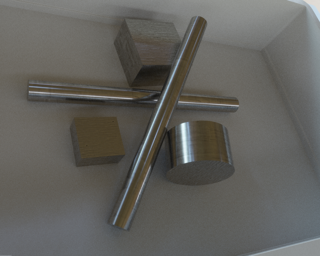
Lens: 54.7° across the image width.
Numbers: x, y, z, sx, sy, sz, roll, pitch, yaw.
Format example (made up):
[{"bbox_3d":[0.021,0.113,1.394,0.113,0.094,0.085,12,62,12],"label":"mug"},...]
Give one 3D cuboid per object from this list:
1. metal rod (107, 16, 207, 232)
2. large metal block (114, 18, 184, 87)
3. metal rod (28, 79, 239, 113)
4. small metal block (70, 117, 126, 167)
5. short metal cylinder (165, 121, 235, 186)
[{"bbox_3d":[0.006,-0.024,0.383,0.025,0.025,0.300,27,65,-12],"label":"metal rod"},{"bbox_3d":[-0.012,-0.108,0.451,0.081,0.050,0.080,-7,66,-32],"label":"large metal block"},{"bbox_3d":[-0.016,-0.040,0.422,0.303,0.025,0.025,1,61,-28],"label":"metal rod"},{"bbox_3d":[-0.073,0.015,0.358,0.050,0.025,0.050,-2,63,-30],"label":"small metal block"},{"bbox_3d":[0.047,0.033,0.377,0.081,0.080,0.050,11,57,-23],"label":"short metal cylinder"}]
